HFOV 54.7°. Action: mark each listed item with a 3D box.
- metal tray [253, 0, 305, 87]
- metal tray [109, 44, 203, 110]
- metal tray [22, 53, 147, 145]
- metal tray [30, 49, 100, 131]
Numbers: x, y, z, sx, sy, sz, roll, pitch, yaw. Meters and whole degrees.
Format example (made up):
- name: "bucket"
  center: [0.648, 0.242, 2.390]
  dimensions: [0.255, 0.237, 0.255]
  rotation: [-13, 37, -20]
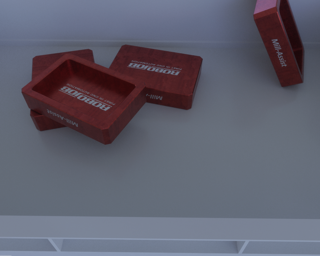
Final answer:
- name: "metal tray"
  center: [0.179, -0.136, 0.455]
  dimensions: [0.030, 0.130, 0.090]
  rotation: [-10, 42, 35]
- name: "metal tray"
  center: [-0.008, -0.080, 0.469]
  dimensions: [0.131, 0.030, 0.090]
  rotation: [11, 51, 9]
- name: "metal tray"
  center: [-0.094, -0.042, 0.396]
  dimensions: [0.130, 0.030, 0.090]
  rotation: [24, 54, 18]
- name: "metal tray"
  center: [-0.136, -0.060, 0.451]
  dimensions: [0.091, 0.030, 0.130]
  rotation: [-10, 51, -9]
